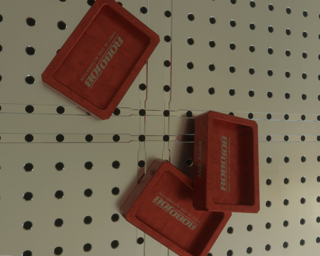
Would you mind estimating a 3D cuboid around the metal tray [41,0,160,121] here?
[{"bbox_3d":[-0.071,-0.085,0.384,0.090,0.030,0.130,35,79,-17],"label":"metal tray"}]

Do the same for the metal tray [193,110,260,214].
[{"bbox_3d":[0.092,0.048,0.425,0.091,0.030,0.129,11,73,-27],"label":"metal tray"}]

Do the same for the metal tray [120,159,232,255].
[{"bbox_3d":[0.024,0.114,0.420,0.130,0.030,0.090,39,77,-16],"label":"metal tray"}]
